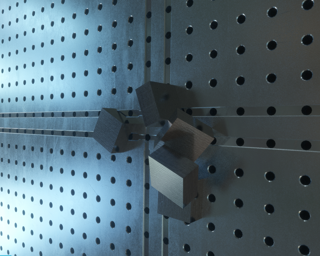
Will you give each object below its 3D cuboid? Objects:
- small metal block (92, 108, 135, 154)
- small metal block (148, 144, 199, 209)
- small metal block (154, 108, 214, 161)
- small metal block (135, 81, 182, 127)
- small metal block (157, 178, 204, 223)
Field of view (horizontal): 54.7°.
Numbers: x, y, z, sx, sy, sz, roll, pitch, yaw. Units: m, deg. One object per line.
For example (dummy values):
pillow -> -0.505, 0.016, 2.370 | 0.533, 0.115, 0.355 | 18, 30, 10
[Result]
small metal block -> -0.071, 0.003, 0.465 | 0.050, 0.025, 0.050 | 35, 112, 34
small metal block -> 0.015, 0.054, 0.348 | 0.050, 0.025, 0.050 | 30, 139, 34
small metal block -> 0.028, 0.012, 0.367 | 0.050, 0.050, 0.025 | -54, 16, 26
small metal block -> 0.001, -0.029, 0.390 | 0.025, 0.050, 0.050 | -25, 74, 37
small metal block -> 0.025, 0.085, 0.387 | 0.050, 0.025, 0.050 | 5, 93, 39
